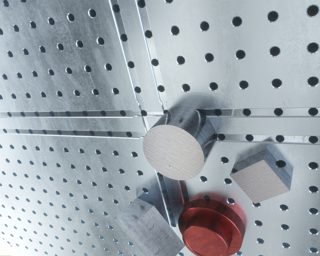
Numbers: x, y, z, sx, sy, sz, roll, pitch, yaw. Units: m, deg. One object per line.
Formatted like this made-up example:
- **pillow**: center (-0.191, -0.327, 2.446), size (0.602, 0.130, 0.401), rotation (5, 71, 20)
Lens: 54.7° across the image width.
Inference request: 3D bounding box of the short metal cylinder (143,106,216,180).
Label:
- **short metal cylinder**: center (0.025, 0.019, 0.394), size (0.080, 0.050, 0.079), rotation (13, 124, 21)

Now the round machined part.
- **round machined part**: center (0.072, 0.156, 0.459), size (0.098, 0.042, 0.097), rotation (13, 124, 21)

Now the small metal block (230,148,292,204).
- **small metal block**: center (0.125, 0.060, 0.383), size (0.050, 0.025, 0.050), rotation (49, 129, -7)

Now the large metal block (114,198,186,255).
- **large metal block**: center (-0.019, 0.161, 0.482), size (0.080, 0.050, 0.080), rotation (54, 160, -10)
